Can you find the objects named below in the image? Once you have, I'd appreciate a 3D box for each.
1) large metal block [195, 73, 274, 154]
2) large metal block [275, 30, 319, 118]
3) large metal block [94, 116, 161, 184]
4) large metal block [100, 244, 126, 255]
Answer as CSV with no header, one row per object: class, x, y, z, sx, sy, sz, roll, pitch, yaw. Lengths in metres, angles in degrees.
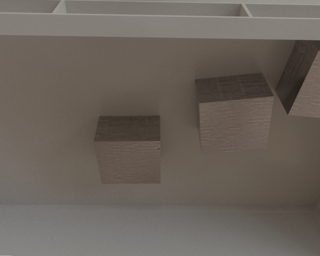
large metal block,0.087,-0.017,0.380,0.080,0.050,0.080,-5,130,4
large metal block,0.189,-0.058,0.347,0.081,0.050,0.079,4,130,-4
large metal block,-0.040,0.030,0.418,0.081,0.050,0.079,0,130,0
large metal block,-0.098,0.292,0.623,0.050,0.080,0.079,5,130,-5
